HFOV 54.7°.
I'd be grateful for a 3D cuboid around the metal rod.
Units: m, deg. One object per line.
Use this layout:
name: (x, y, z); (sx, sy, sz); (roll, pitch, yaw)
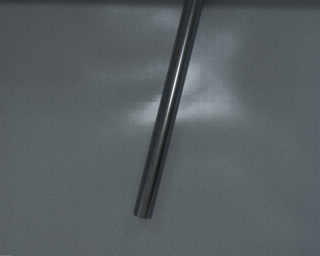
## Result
metal rod: (0.012, -0.029, 0.411); (0.025, 0.025, 0.298); (14, 90, -1)
